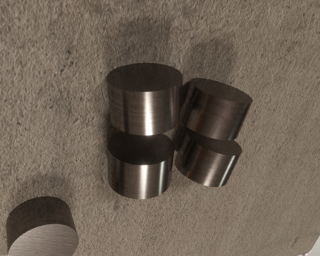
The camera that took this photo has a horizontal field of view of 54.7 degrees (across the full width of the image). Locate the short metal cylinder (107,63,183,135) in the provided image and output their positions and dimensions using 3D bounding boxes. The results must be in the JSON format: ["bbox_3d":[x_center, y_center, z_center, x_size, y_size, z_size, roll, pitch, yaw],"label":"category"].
[{"bbox_3d":[-0.016,-0.034,0.343,0.081,0.080,0.050,-14,124,-21],"label":"short metal cylinder"}]

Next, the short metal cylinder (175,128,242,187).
[{"bbox_3d":[0.067,0.038,0.433,0.081,0.080,0.050,5,116,-31],"label":"short metal cylinder"}]

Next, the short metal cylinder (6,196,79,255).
[{"bbox_3d":[-0.149,0.134,0.393,0.081,0.050,0.079,-14,125,-21],"label":"short metal cylinder"}]

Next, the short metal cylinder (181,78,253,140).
[{"bbox_3d":[0.070,-0.026,0.396,0.081,0.080,0.050,2,117,-30],"label":"short metal cylinder"}]

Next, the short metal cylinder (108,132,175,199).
[{"bbox_3d":[-0.024,0.042,0.386,0.081,0.080,0.050,-10,123,-24],"label":"short metal cylinder"}]
